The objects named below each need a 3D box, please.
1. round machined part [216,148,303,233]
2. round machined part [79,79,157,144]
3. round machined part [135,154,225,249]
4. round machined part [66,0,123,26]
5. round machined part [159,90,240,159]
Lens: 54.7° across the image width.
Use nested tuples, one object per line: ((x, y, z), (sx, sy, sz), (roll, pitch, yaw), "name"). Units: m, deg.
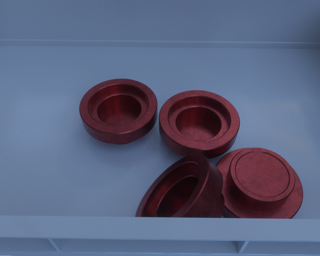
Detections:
((0.108, 0.061, 0.344), (0.099, 0.042, 0.098), (0, 50, 0), "round machined part")
((-0.053, -0.017, 0.408), (0.099, 0.042, 0.098), (0, 50, 0), "round machined part")
((0.024, 0.076, 0.307), (0.042, 0.098, 0.098), (45, 53, -16), "round machined part")
((-0.114, -0.208, 0.554), (0.099, 0.042, 0.098), (-2, 23, 1), "round machined part")
((0.048, 0.000, 0.394), (0.099, 0.042, 0.098), (0, 50, 0), "round machined part")
